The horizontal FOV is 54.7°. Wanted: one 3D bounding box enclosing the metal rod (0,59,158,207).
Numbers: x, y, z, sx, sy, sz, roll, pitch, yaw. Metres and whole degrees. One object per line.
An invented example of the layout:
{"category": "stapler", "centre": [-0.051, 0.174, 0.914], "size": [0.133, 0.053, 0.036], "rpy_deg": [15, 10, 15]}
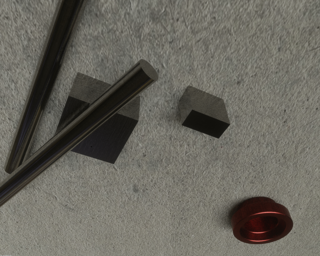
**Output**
{"category": "metal rod", "centre": [-0.120, 0.023, 0.359], "size": [0.299, 0.025, 0.025], "rpy_deg": [-36, 122, 26]}

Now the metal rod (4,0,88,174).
{"category": "metal rod", "centre": [-0.143, -0.042, 0.369], "size": [0.025, 0.025, 0.298], "rpy_deg": [22, 127, -18]}

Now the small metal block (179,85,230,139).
{"category": "small metal block", "centre": [0.053, -0.020, 0.375], "size": [0.050, 0.050, 0.025], "rpy_deg": [20, 127, -17]}

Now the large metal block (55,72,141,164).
{"category": "large metal block", "centre": [-0.078, -0.010, 0.381], "size": [0.080, 0.050, 0.079], "rpy_deg": [20, 127, -17]}

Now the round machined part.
{"category": "round machined part", "centre": [0.171, 0.155, 0.531], "size": [0.099, 0.042, 0.097], "rpy_deg": [-1, 130, 0]}
